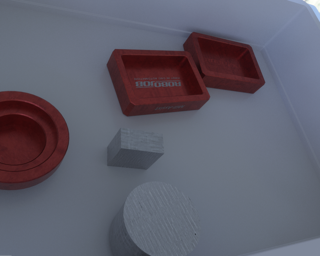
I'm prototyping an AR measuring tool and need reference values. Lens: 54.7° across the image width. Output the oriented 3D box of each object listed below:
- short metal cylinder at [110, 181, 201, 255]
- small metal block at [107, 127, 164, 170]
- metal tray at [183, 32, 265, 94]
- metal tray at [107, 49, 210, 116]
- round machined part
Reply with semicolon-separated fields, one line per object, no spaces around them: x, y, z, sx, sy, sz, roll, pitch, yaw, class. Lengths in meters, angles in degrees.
-0.006;0.102;0.316;0.081;0.050;0.080;15;45;-15;short metal cylinder
-0.029;0.026;0.359;0.050;0.050;0.025;9;58;-24;small metal block
0.110;-0.110;0.531;0.131;0.030;0.090;4;60;-27;metal tray
-0.001;-0.067;0.444;0.131;0.030;0.090;-7;65;-32;metal tray
-0.145;0.015;0.308;0.099;0.042;0.098;14;56;-21;round machined part
